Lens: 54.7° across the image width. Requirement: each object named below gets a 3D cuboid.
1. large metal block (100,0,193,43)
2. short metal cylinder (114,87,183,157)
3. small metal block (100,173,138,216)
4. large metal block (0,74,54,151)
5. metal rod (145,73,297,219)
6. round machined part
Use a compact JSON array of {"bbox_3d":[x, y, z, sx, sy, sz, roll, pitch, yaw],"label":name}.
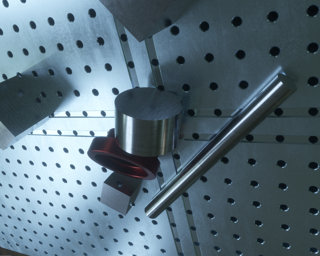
[{"bbox_3d":[-0.015,-0.139,0.298,0.080,0.080,0.050,46,129,-4],"label":"large metal block"},{"bbox_3d":[-0.015,-0.009,0.378,0.080,0.080,0.050,17,125,18],"label":"short metal cylinder"},{"bbox_3d":[-0.069,0.111,0.517,0.050,0.025,0.050,25,128,12],"label":"small metal block"},{"bbox_3d":[-0.231,-0.025,0.482,0.050,0.080,0.080,-34,99,38],"label":"large metal block"},{"bbox_3d":[0.058,0.044,0.408,0.025,0.025,0.298,39,129,1],"label":"metal rod"},{"bbox_3d":[-0.046,0.034,0.427,0.098,0.042,0.098,16,158,7],"label":"round machined part"}]
